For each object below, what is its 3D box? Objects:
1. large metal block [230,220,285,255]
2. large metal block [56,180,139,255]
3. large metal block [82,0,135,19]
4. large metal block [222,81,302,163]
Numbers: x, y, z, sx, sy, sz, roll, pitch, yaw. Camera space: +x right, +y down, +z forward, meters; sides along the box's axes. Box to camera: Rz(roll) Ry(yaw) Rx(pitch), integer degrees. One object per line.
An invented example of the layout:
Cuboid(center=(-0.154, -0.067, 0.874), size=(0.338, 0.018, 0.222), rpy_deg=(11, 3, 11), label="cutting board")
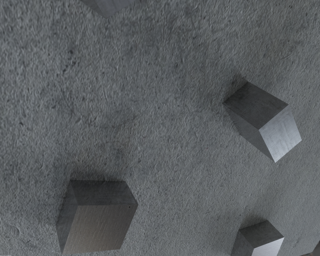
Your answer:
Cuboid(center=(0.206, 0.253, 0.660), size=(0.081, 0.050, 0.079), rpy_deg=(-8, 122, -24), label="large metal block")
Cuboid(center=(-0.086, 0.118, 0.417), size=(0.081, 0.050, 0.079), rpy_deg=(8, 114, -32), label="large metal block")
Cuboid(center=(-0.055, -0.145, 0.251), size=(0.050, 0.080, 0.080), rpy_deg=(-36, 129, -5), label="large metal block")
Cuboid(center=(0.146, -0.009, 0.445), size=(0.050, 0.080, 0.080), rpy_deg=(-40, 130, -1), label="large metal block")
